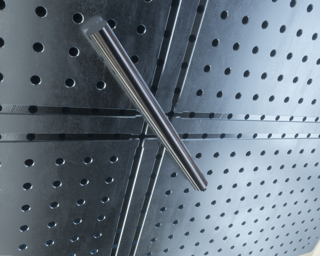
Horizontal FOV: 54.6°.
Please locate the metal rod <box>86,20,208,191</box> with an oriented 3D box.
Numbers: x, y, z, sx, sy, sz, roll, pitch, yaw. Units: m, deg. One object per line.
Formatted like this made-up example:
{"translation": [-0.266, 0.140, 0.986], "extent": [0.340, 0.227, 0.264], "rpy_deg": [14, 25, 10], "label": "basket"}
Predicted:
{"translation": [0.001, -0.005, 0.408], "extent": [0.025, 0.025, 0.300], "rpy_deg": [-37, 129, -4], "label": "metal rod"}
